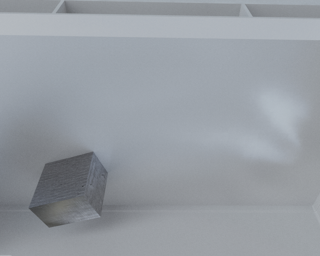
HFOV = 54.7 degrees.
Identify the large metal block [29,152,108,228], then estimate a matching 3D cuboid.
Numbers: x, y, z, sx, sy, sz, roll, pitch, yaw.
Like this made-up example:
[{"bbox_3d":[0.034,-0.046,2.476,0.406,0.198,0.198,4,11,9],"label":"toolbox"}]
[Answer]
[{"bbox_3d":[-0.127,0.088,0.446,0.080,0.080,0.050,-15,129,11],"label":"large metal block"}]
